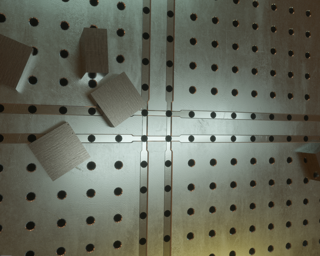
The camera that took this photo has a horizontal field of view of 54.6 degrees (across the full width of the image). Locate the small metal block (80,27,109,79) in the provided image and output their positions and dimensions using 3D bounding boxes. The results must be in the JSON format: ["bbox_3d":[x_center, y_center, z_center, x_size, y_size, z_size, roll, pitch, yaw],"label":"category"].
[{"bbox_3d":[-0.079,-0.087,0.370,0.025,0.050,0.050,-3,91,-20],"label":"small metal block"}]

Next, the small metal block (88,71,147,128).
[{"bbox_3d":[-0.054,-0.035,0.392,0.050,0.025,0.050,-38,102,-16],"label":"small metal block"}]

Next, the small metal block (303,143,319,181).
[{"bbox_3d":[0.272,0.054,0.512,0.050,0.025,0.050,-23,98,-19],"label":"small metal block"}]

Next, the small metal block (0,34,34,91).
[{"bbox_3d":[-0.177,-0.075,0.347,0.050,0.025,0.050,22,83,-19],"label":"small metal block"}]

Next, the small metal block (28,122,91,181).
[{"bbox_3d":[-0.119,0.027,0.369,0.050,0.025,0.050,-34,101,-17],"label":"small metal block"}]
